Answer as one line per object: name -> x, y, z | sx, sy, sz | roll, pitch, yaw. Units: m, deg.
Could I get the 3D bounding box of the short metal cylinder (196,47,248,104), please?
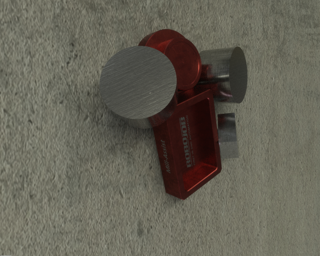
short metal cylinder -> 0.091, -0.075, 0.452 | 0.080, 0.050, 0.079 | -6, 96, -57

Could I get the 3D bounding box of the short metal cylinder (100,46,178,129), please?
short metal cylinder -> -0.021, -0.043, 0.344 | 0.050, 0.080, 0.080 | 67, 35, -77

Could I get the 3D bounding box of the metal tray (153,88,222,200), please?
metal tray -> 0.039, 0.020, 0.421 | 0.091, 0.030, 0.129 | -28, 117, -37

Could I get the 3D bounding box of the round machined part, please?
round machined part -> 0.017, -0.082, 0.410 | 0.099, 0.042, 0.097 | 0, 90, -40

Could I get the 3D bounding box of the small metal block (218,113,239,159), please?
small metal block -> 0.104, 0.012, 0.470 | 0.050, 0.025, 0.050 | 64, 25, -53
